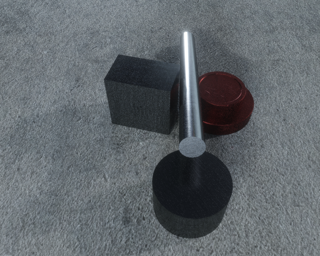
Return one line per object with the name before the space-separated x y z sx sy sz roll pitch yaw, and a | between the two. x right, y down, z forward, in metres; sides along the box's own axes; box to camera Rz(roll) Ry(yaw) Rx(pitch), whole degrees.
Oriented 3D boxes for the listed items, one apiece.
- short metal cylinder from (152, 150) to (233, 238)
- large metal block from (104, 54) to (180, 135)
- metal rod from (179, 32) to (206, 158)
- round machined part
short metal cylinder | 0.032 0.069 0.330 0.081 0.050 0.080 0 50 0
large metal block | -0.020 -0.042 0.403 0.080 0.080 0.050 11 51 9
metal rod | 0.039 -0.068 0.411 0.025 0.025 0.300 3 35 2
round machined part | 0.080 -0.041 0.427 0.099 0.042 0.098 0 50 0
